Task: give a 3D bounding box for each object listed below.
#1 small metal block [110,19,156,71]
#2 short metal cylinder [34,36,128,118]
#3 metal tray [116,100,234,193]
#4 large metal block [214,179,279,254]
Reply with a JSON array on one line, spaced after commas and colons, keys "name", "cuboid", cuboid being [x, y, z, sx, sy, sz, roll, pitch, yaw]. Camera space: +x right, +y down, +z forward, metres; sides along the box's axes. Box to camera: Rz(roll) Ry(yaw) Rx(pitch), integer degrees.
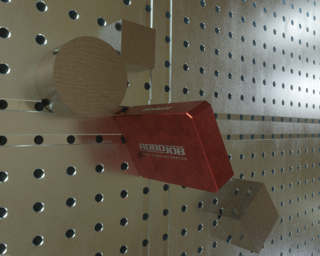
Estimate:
[{"name": "small metal block", "cuboid": [-0.033, -0.100, 0.381, 0.050, 0.025, 0.050, 2, 89, -40]}, {"name": "short metal cylinder", "cuboid": [-0.082, -0.050, 0.324, 0.081, 0.050, 0.079, 0, 90, -40]}, {"name": "metal tray", "cuboid": [0.011, 0.019, 0.350, 0.030, 0.130, 0.090, -34, 111, -35]}, {"name": "large metal block", "cuboid": [0.146, 0.144, 0.516, 0.080, 0.050, 0.080, -46, 118, -30]}]
